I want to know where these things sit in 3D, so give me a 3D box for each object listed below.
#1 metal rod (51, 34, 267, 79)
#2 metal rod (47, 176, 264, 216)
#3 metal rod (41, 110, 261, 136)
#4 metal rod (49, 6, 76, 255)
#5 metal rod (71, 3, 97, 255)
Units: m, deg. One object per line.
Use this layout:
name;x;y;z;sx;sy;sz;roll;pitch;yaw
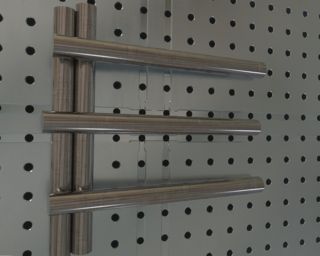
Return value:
metal rod;0.018;-0.089;0.405;0.303;0.025;0.025;1;90;-26
metal rod;0.014;0.085;0.404;0.303;0.025;0.025;1;90;-26
metal rod;0.009;-0.004;0.401;0.303;0.025;0.025;1;90;-26
metal rod;-0.117;0.008;0.369;0.025;0.025;0.298;1;90;-20
metal rod;-0.093;0.001;0.378;0.025;0.025;0.298;1;90;-20
